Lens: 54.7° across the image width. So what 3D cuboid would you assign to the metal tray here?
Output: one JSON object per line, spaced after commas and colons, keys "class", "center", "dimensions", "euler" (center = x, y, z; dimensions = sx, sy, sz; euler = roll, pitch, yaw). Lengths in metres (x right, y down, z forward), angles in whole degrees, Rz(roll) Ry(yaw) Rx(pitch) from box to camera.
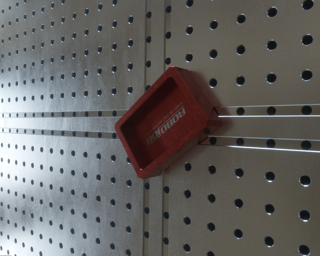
{"class": "metal tray", "center": [0.004, -0.004, 0.400], "dimensions": [0.129, 0.030, 0.090], "euler": [-42, 65, 31]}
